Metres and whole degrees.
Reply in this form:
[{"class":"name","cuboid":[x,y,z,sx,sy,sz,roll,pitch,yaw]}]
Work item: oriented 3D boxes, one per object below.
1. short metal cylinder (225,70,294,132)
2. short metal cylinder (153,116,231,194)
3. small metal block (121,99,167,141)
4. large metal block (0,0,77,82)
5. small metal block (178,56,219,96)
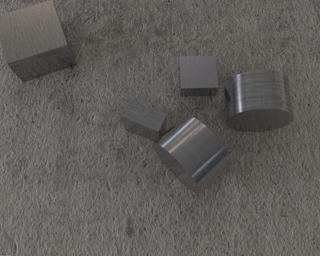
[{"class":"short metal cylinder","cuboid":[0.123,-0.031,0.392,0.080,0.080,0.050,2,70,0]},{"class":"short metal cylinder","cuboid":[0.037,0.032,0.368,0.050,0.080,0.080,-41,75,-13]},{"class":"small metal block","cuboid":[-0.020,-0.007,0.397,0.050,0.050,0.025,22,72,8]},{"class":"large metal block","cuboid":[-0.174,-0.122,0.438,0.080,0.050,0.080,-20,71,-7]},{"class":"small metal block","cuboid":[0.053,-0.073,0.435,0.050,0.025,0.050,-1,70,-1]}]
